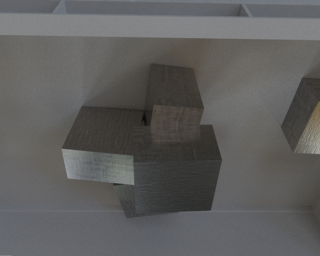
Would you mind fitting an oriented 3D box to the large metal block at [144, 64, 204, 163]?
[{"bbox_3d":[0.011,-0.017,0.358,0.050,0.080,0.079,4,130,-8],"label":"large metal block"}]

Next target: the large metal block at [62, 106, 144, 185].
[{"bbox_3d":[-0.066,0.020,0.385,0.080,0.080,0.050,6,130,1],"label":"large metal block"}]

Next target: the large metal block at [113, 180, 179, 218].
[{"bbox_3d":[-0.018,0.088,0.468,0.080,0.050,0.080,-8,130,6],"label":"large metal block"}]

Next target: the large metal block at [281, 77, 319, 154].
[{"bbox_3d":[0.210,-0.013,0.385,0.081,0.050,0.079,3,130,-3],"label":"large metal block"}]

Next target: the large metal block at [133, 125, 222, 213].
[{"bbox_3d":[0.014,0.044,0.324,0.081,0.050,0.079,-1,131,-3],"label":"large metal block"}]
